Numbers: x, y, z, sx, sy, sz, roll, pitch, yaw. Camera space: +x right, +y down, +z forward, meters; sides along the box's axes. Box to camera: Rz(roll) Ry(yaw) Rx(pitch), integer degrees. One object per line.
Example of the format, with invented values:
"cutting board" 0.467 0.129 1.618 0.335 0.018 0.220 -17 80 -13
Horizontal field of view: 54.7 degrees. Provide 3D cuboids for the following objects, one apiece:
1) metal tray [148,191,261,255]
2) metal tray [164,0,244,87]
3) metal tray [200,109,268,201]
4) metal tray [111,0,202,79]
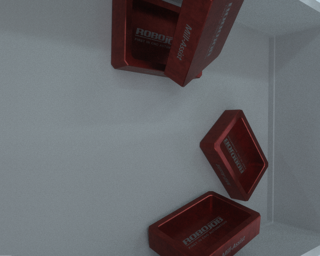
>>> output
"metal tray" 0.061 0.137 0.415 0.131 0.090 0.030 -19 116 -39
"metal tray" 0.054 -0.117 0.354 0.030 0.129 0.090 38 58 13
"metal tray" 0.127 0.045 0.512 0.090 0.030 0.130 -48 119 -29
"metal tray" 0.001 -0.115 0.405 0.131 0.030 0.089 1 89 -40
